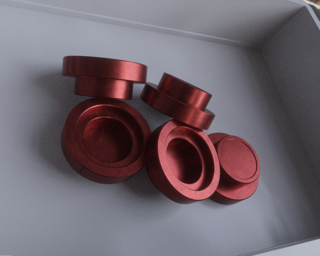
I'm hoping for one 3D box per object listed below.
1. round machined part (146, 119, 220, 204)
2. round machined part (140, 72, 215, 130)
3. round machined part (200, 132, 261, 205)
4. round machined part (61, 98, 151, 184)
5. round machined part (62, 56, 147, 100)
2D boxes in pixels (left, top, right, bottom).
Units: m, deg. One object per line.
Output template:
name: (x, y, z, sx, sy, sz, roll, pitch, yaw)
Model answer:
round machined part: (0.022, 0.041, 0.366, 0.099, 0.042, 0.098, 21, 55, -34)
round machined part: (0.027, -0.038, 0.397, 0.098, 0.042, 0.098, 25, 11, -5)
round machined part: (0.094, 0.049, 0.415, 0.099, 0.042, 0.098, 14, 56, -21)
round machined part: (-0.061, 0.017, 0.349, 0.099, 0.042, 0.098, 14, 56, -21)
round machined part: (-0.066, -0.057, 0.370, 0.099, 0.098, 0.042, 2, 96, -27)
